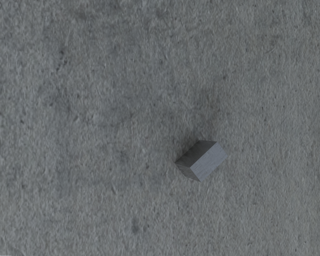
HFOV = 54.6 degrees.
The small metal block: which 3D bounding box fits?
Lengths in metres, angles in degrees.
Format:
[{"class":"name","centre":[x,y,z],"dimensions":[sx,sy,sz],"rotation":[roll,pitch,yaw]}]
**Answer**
[{"class":"small metal block","centre":[0.054,0.043,0.415],"dimensions":[0.050,0.050,0.025],"rotation":[-41,103,-15]}]
